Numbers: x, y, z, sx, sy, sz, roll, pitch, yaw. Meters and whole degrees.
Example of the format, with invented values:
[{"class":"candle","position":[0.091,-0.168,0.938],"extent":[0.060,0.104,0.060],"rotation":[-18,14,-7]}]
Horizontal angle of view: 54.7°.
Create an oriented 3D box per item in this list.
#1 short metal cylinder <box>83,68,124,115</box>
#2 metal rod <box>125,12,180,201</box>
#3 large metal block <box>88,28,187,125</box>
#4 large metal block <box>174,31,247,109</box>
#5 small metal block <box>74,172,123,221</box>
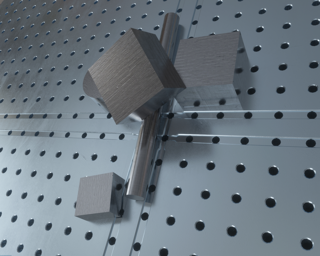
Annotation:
[{"class":"short metal cylinder","position":[-0.067,-0.065,0.466],"extent":[0.080,0.050,0.080],"rotation":[-13,56,20]},{"class":"metal rod","position":[-0.005,-0.048,0.438],"extent":[0.025,0.025,0.299],"rotation":[-4,60,26]},{"class":"large metal block","position":[-0.029,-0.060,0.377],"extent":[0.080,0.050,0.080],"rotation":[-35,77,31]},{"class":"large metal block","position":[0.065,-0.073,0.402],"extent":[0.080,0.050,0.080],"rotation":[0,61,27]},{"class":"small metal block","position":[-0.077,0.087,0.393],"extent":[0.050,0.025,0.050],"rotation":[-13,56,21]}]
